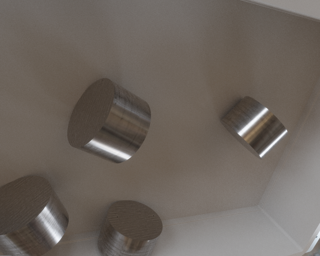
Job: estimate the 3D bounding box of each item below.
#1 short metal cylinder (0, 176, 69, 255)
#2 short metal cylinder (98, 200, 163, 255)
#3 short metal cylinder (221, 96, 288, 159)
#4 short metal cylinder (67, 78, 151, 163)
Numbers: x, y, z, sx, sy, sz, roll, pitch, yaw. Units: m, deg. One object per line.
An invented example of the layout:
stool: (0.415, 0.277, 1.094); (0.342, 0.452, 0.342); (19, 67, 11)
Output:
short metal cylinder: (-0.152, 0.101, 0.352); (0.080, 0.080, 0.050); (-25, 128, -13)
short metal cylinder: (-0.043, 0.149, 0.442); (0.081, 0.080, 0.050); (8, 115, -32)
short metal cylinder: (0.134, 0.000, 0.446); (0.050, 0.080, 0.080); (-45, 129, 3)
short metal cylinder: (-0.056, -0.007, 0.338); (0.050, 0.080, 0.080); (30, 102, -38)
